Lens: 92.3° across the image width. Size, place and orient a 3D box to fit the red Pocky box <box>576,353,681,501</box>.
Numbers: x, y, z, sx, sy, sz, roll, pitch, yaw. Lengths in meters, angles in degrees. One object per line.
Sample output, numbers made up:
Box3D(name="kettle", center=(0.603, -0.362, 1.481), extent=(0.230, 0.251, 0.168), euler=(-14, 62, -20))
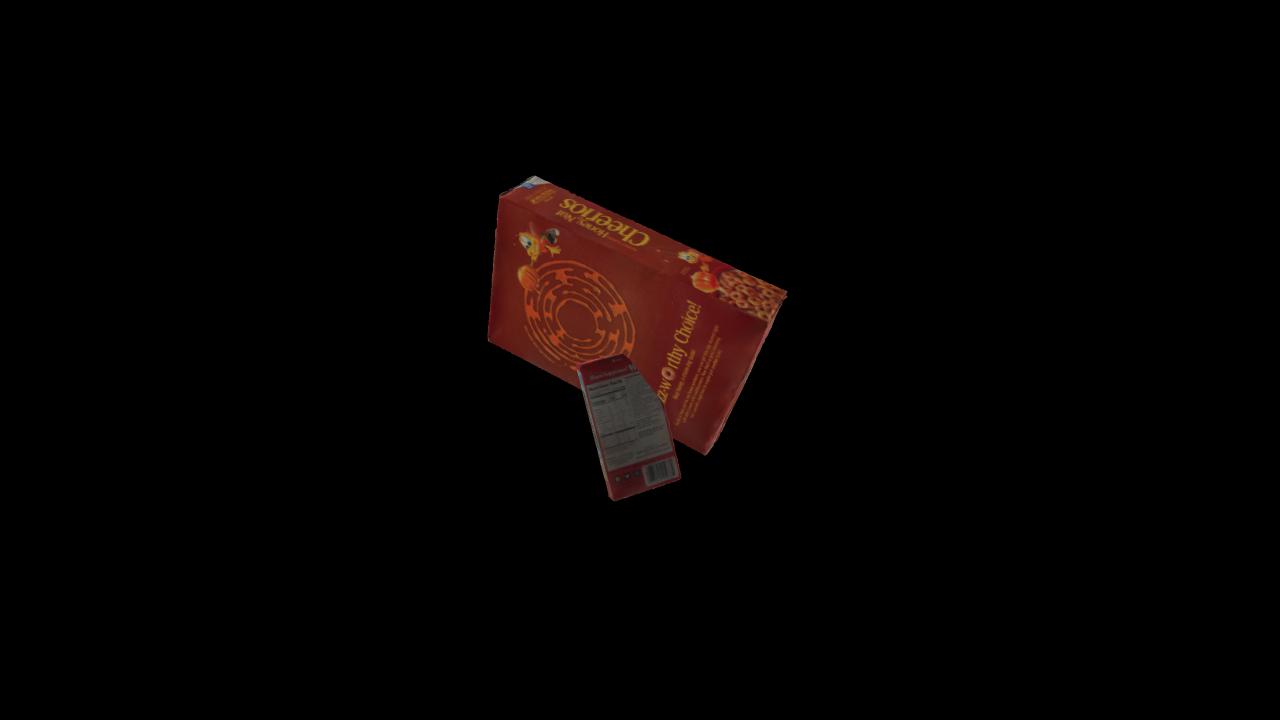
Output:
Box3D(name="red Pocky box", center=(-0.011, 0.068, 0.671), extent=(0.083, 0.155, 0.028), euler=(-15, 8, -13))

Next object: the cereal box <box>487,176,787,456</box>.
Box3D(name="cereal box", center=(-0.020, -0.047, 0.678), extent=(0.306, 0.203, 0.081), euler=(27, 42, 12))

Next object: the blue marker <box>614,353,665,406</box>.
Box3D(name="blue marker", center=(0.016, 0.015, 0.701), extent=(0.121, 0.020, 0.020), euler=(-39, 15, -19))
